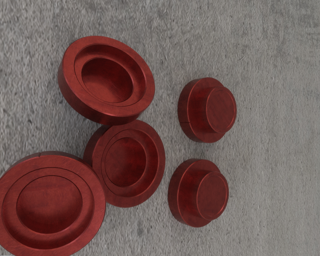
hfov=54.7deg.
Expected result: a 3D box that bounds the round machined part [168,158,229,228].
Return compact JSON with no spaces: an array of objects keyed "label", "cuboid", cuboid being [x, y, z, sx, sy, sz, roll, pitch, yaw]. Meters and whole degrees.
[{"label":"round machined part","cuboid":[0.062,0.094,0.445,0.099,0.042,0.097,0,90,-40]}]

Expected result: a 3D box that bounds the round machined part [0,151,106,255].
[{"label":"round machined part","cuboid":[-0.103,0.069,0.293,0.099,0.042,0.097,-2,97,-17]}]

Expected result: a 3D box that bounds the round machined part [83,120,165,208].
[{"label":"round machined part","cuboid":[-0.044,0.038,0.357,0.099,0.042,0.097,0,90,-40]}]

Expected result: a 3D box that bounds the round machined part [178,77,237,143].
[{"label":"round machined part","cuboid":[0.076,-0.026,0.457,0.099,0.042,0.097,0,90,-40]}]

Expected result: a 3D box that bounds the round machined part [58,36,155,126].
[{"label":"round machined part","cuboid":[-0.058,-0.045,0.328,0.099,0.042,0.098,16,56,-24]}]
